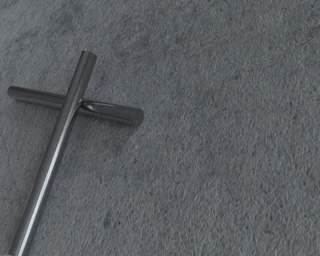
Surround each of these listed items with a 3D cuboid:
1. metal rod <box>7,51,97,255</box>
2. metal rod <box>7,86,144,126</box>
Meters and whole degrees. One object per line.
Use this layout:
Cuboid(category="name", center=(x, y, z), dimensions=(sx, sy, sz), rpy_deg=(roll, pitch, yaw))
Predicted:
Cuboid(category="metal rod", center=(-0.147, 0.024, 0.441), dimensions=(0.025, 0.025, 0.299), rpy_deg=(5, 71, 30))
Cuboid(category="metal rod", center=(-0.154, -0.041, 0.507), dimensions=(0.300, 0.025, 0.025), rpy_deg=(12, 68, 32))
